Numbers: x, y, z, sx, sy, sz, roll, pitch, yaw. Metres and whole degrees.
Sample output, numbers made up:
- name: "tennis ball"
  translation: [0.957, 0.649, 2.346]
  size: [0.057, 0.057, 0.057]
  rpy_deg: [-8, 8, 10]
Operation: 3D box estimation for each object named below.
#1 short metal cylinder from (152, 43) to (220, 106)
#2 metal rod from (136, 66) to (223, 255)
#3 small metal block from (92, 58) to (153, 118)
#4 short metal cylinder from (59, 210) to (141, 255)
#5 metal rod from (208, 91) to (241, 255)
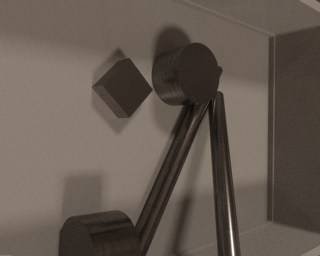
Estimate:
- name: "short metal cylinder"
  translation: [0.036, -0.071, 0.422]
  size: [0.081, 0.050, 0.079]
  rpy_deg: [0, 90, -40]
- name: "metal rod"
  translation: [0.025, 0.036, 0.430]
  size: [0.025, 0.025, 0.300]
  rpy_deg: [39, 66, -34]
- name: "small metal block"
  translation: [-0.044, -0.047, 0.372]
  size: [0.050, 0.025, 0.050]
  rpy_deg: [52, 59, -28]
- name: "short metal cylinder"
  translation: [-0.064, 0.129, 0.319]
  size: [0.050, 0.080, 0.080]
  rpy_deg: [4, 88, -40]
- name: "metal rod"
  translation: [0.081, 0.071, 0.396]
  size: [0.025, 0.025, 0.300]
  rpy_deg: [34, 44, -35]
